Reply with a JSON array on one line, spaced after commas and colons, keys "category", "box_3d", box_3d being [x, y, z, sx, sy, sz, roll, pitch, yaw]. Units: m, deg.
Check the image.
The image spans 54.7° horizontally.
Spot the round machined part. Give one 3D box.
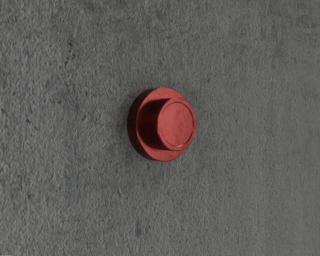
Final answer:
[{"category": "round machined part", "box_3d": [0.009, -0.005, 0.404, 0.099, 0.042, 0.097, 0, 90, -40]}]
